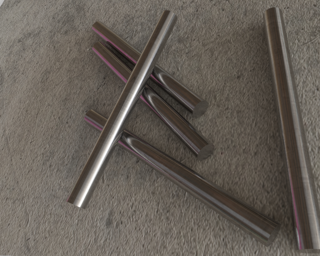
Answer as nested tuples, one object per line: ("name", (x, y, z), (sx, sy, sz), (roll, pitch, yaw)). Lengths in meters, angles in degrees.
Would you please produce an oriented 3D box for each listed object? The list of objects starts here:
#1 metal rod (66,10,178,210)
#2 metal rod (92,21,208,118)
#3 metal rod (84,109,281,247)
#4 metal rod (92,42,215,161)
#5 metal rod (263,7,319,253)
("metal rod", (-0.043, -0.038, 0.416), (0.025, 0.025, 0.300), (11, 67, 33))
("metal rod", (-0.032, -0.106, 0.485), (0.025, 0.025, 0.300), (-44, 51, -2))
("metal rod", (0.001, 0.041, 0.377), (0.300, 0.025, 0.025), (29, 78, 37))
("metal rod", (-0.027, -0.056, 0.452), (0.025, 0.025, 0.300), (-43, 51, -1))
("metal rod", (0.141, -0.023, 0.343), (0.025, 0.025, 0.299), (-10, 57, 23))
